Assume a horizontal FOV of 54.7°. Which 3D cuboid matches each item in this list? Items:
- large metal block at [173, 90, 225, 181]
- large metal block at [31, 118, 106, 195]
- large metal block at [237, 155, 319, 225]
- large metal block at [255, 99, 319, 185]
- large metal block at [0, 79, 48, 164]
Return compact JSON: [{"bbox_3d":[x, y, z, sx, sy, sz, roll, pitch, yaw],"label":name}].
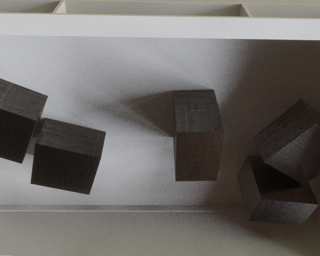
[{"bbox_3d":[0.043,0.009,0.381,0.050,0.080,0.079,-1,130,0],"label":"large metal block"},{"bbox_3d":[-0.126,0.041,0.426,0.081,0.050,0.079,14,129,-13],"label":"large metal block"},{"bbox_3d":[0.167,0.090,0.452,0.081,0.080,0.050,7,130,-7],"label":"large metal block"},{"bbox_3d":[0.190,0.021,0.413,0.080,0.050,0.080,29,124,-23],"label":"large metal block"},{"bbox_3d":[-0.195,-0.011,0.381,0.080,0.050,0.079,21,127,-18],"label":"large metal block"}]
